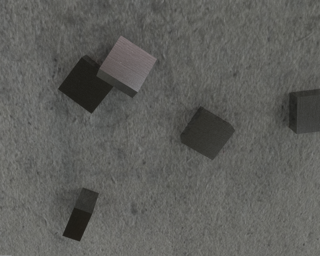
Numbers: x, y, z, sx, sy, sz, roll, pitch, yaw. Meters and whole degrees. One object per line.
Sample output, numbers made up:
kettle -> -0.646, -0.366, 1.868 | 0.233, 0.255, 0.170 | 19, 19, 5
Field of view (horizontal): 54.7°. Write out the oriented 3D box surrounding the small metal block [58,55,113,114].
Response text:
small metal block -> -0.089, -0.055, 0.388 | 0.050, 0.025, 0.050 | 38, 105, -13

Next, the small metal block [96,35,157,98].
small metal block -> -0.040, -0.072, 0.369 | 0.050, 0.025, 0.050 | 31, 71, -11

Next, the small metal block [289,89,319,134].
small metal block -> 0.199, -0.022, 0.404 | 0.050, 0.025, 0.050 | -7, 110, 2

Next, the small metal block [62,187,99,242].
small metal block -> -0.112, 0.122, 0.440 | 0.025, 0.050, 0.050 | 23, 108, -8

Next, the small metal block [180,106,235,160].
small metal block -> 0.062, 0.007, 0.413 | 0.050, 0.025, 0.050 | 30, 107, -11
